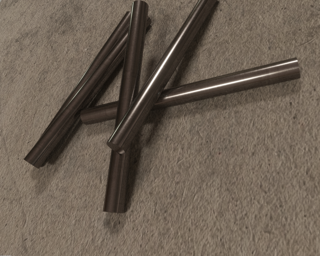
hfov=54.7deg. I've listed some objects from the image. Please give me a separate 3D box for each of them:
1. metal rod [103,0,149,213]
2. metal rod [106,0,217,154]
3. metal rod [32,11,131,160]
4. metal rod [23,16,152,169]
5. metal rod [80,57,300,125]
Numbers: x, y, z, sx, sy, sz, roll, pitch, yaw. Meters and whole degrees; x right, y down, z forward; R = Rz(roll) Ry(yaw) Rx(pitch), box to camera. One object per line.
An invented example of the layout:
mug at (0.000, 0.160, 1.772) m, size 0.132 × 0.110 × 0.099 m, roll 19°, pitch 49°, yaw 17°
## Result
metal rod at (-0.043, -0.041, 0.416) m, size 0.025 × 0.025 × 0.299 m, roll -4°, pitch 70°, yaw 26°
metal rod at (0.015, -0.095, 0.428) m, size 0.025 × 0.025 × 0.300 m, roll 12°, pitch 60°, yaw 33°
metal rod at (-0.121, -0.072, 0.509) m, size 0.025 × 0.025 × 0.300 m, roll 19°, pitch 71°, yaw 35°
metal rod at (-0.105, -0.068, 0.487) m, size 0.025 × 0.025 × 0.300 m, roll 22°, pitch 69°, yaw 35°
metal rod at (0.024, -0.044, 0.416) m, size 0.301 × 0.025 × 0.025 m, roll -11°, pitch 57°, yaw 21°
